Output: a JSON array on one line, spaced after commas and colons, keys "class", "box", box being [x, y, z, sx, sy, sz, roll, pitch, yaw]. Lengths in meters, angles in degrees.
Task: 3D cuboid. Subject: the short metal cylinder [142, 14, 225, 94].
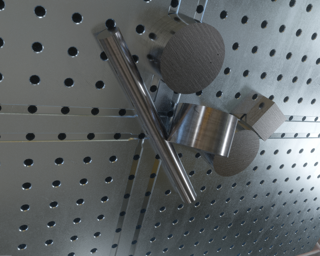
[{"class": "short metal cylinder", "box": [0.027, -0.085, 0.356, 0.081, 0.050, 0.079, -14, 124, -21]}]

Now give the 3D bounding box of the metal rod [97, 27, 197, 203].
[{"class": "metal rod", "box": [-0.003, 0.007, 0.413, 0.025, 0.025, 0.299, -32, 129, -8]}]

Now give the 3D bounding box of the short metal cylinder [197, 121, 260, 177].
[{"class": "short metal cylinder", "box": [0.101, 0.026, 0.466, 0.081, 0.050, 0.079, -14, 124, -21]}]

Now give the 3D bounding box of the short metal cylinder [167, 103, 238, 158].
[{"class": "short metal cylinder", "box": [0.054, 0.003, 0.399, 0.081, 0.080, 0.050, 18, 85, -35]}]

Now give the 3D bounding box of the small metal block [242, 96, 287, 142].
[{"class": "small metal block", "box": [0.166, -0.014, 0.493, 0.050, 0.025, 0.050, -47, 129, 5]}]
